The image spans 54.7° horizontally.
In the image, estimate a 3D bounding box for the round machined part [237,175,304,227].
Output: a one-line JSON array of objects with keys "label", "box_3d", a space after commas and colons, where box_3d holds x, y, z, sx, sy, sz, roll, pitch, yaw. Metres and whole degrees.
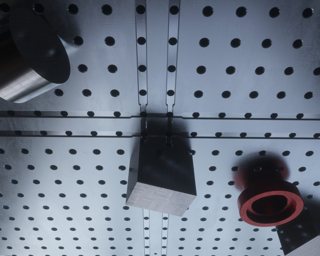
[{"label": "round machined part", "box_3d": [0.174, 0.114, 0.499, 0.099, 0.042, 0.097, 0, 130, 0]}]

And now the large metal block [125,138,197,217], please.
[{"label": "large metal block", "box_3d": [0.001, 0.069, 0.434, 0.081, 0.080, 0.050, 16, 128, -13]}]

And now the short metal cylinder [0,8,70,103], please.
[{"label": "short metal cylinder", "box_3d": [-0.138, -0.072, 0.313, 0.050, 0.080, 0.080, -22, 127, 17]}]

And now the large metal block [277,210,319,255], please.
[{"label": "large metal block", "box_3d": [0.281, 0.204, 0.572, 0.080, 0.050, 0.080, 23, 126, -19]}]
